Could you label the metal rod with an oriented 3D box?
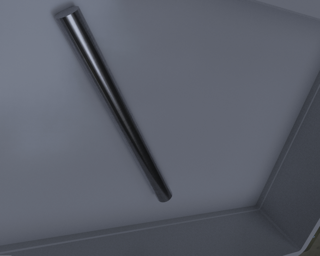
[{"bbox_3d":[-0.040,-0.003,0.386,0.025,0.025,0.299,-31,129,-9],"label":"metal rod"}]
